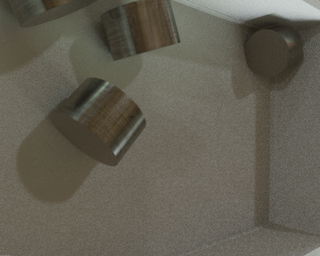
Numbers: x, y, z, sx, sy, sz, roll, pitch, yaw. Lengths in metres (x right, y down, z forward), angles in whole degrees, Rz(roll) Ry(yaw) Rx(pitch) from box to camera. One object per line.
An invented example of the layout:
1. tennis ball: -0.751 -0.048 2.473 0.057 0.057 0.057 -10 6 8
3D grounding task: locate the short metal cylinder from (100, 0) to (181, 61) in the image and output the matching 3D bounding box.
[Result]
1. short metal cylinder: -0.022 -0.111 0.352 0.081 0.080 0.050 -26 107 -37

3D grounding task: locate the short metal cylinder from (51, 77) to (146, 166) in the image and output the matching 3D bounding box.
1. short metal cylinder: -0.062 -0.005 0.319 0.080 0.080 0.050 50 60 -28

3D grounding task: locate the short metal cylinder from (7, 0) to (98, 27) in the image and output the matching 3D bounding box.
1. short metal cylinder: -0.102 -0.132 0.285 0.081 0.080 0.050 -35 112 -34

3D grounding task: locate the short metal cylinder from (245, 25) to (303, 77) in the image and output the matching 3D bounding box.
1. short metal cylinder: 0.196 -0.133 0.534 0.050 0.080 0.080 -26 107 -37
